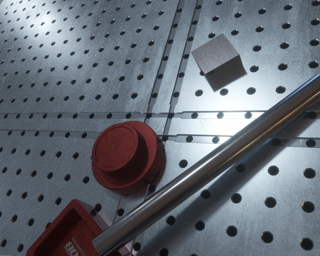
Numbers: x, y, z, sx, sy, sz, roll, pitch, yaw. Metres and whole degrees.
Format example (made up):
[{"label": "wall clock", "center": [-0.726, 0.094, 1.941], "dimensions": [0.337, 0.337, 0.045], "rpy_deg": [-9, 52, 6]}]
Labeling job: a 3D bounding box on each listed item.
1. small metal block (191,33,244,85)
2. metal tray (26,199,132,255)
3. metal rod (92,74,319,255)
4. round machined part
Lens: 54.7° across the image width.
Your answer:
[{"label": "small metal block", "center": [0.078, -0.095, 0.425], "dimensions": [0.050, 0.025, 0.050], "rpy_deg": [-29, 52, 9]}, {"label": "metal tray", "center": [-0.088, 0.156, 0.353], "dimensions": [0.090, 0.030, 0.130], "rpy_deg": [-49, 52, -7]}, {"label": "metal rod", "center": [0.059, 0.038, 0.333], "dimensions": [0.301, 0.025, 0.025], "rpy_deg": [-36, 51, -4]}, {"label": "round machined part", "center": [-0.048, 0.032, 0.401], "dimensions": [0.098, 0.042, 0.098], "rpy_deg": [-13, 56, 20]}]
